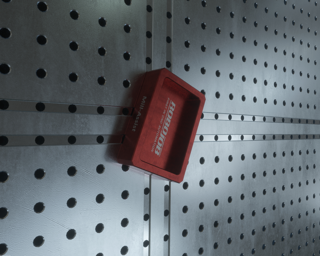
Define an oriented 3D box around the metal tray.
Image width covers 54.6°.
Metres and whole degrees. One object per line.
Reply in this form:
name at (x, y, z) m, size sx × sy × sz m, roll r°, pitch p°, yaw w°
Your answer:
metal tray at (0.007, -0.002, 0.410) m, size 0.090 × 0.030 × 0.130 m, roll 28°, pitch 73°, yaw -37°
